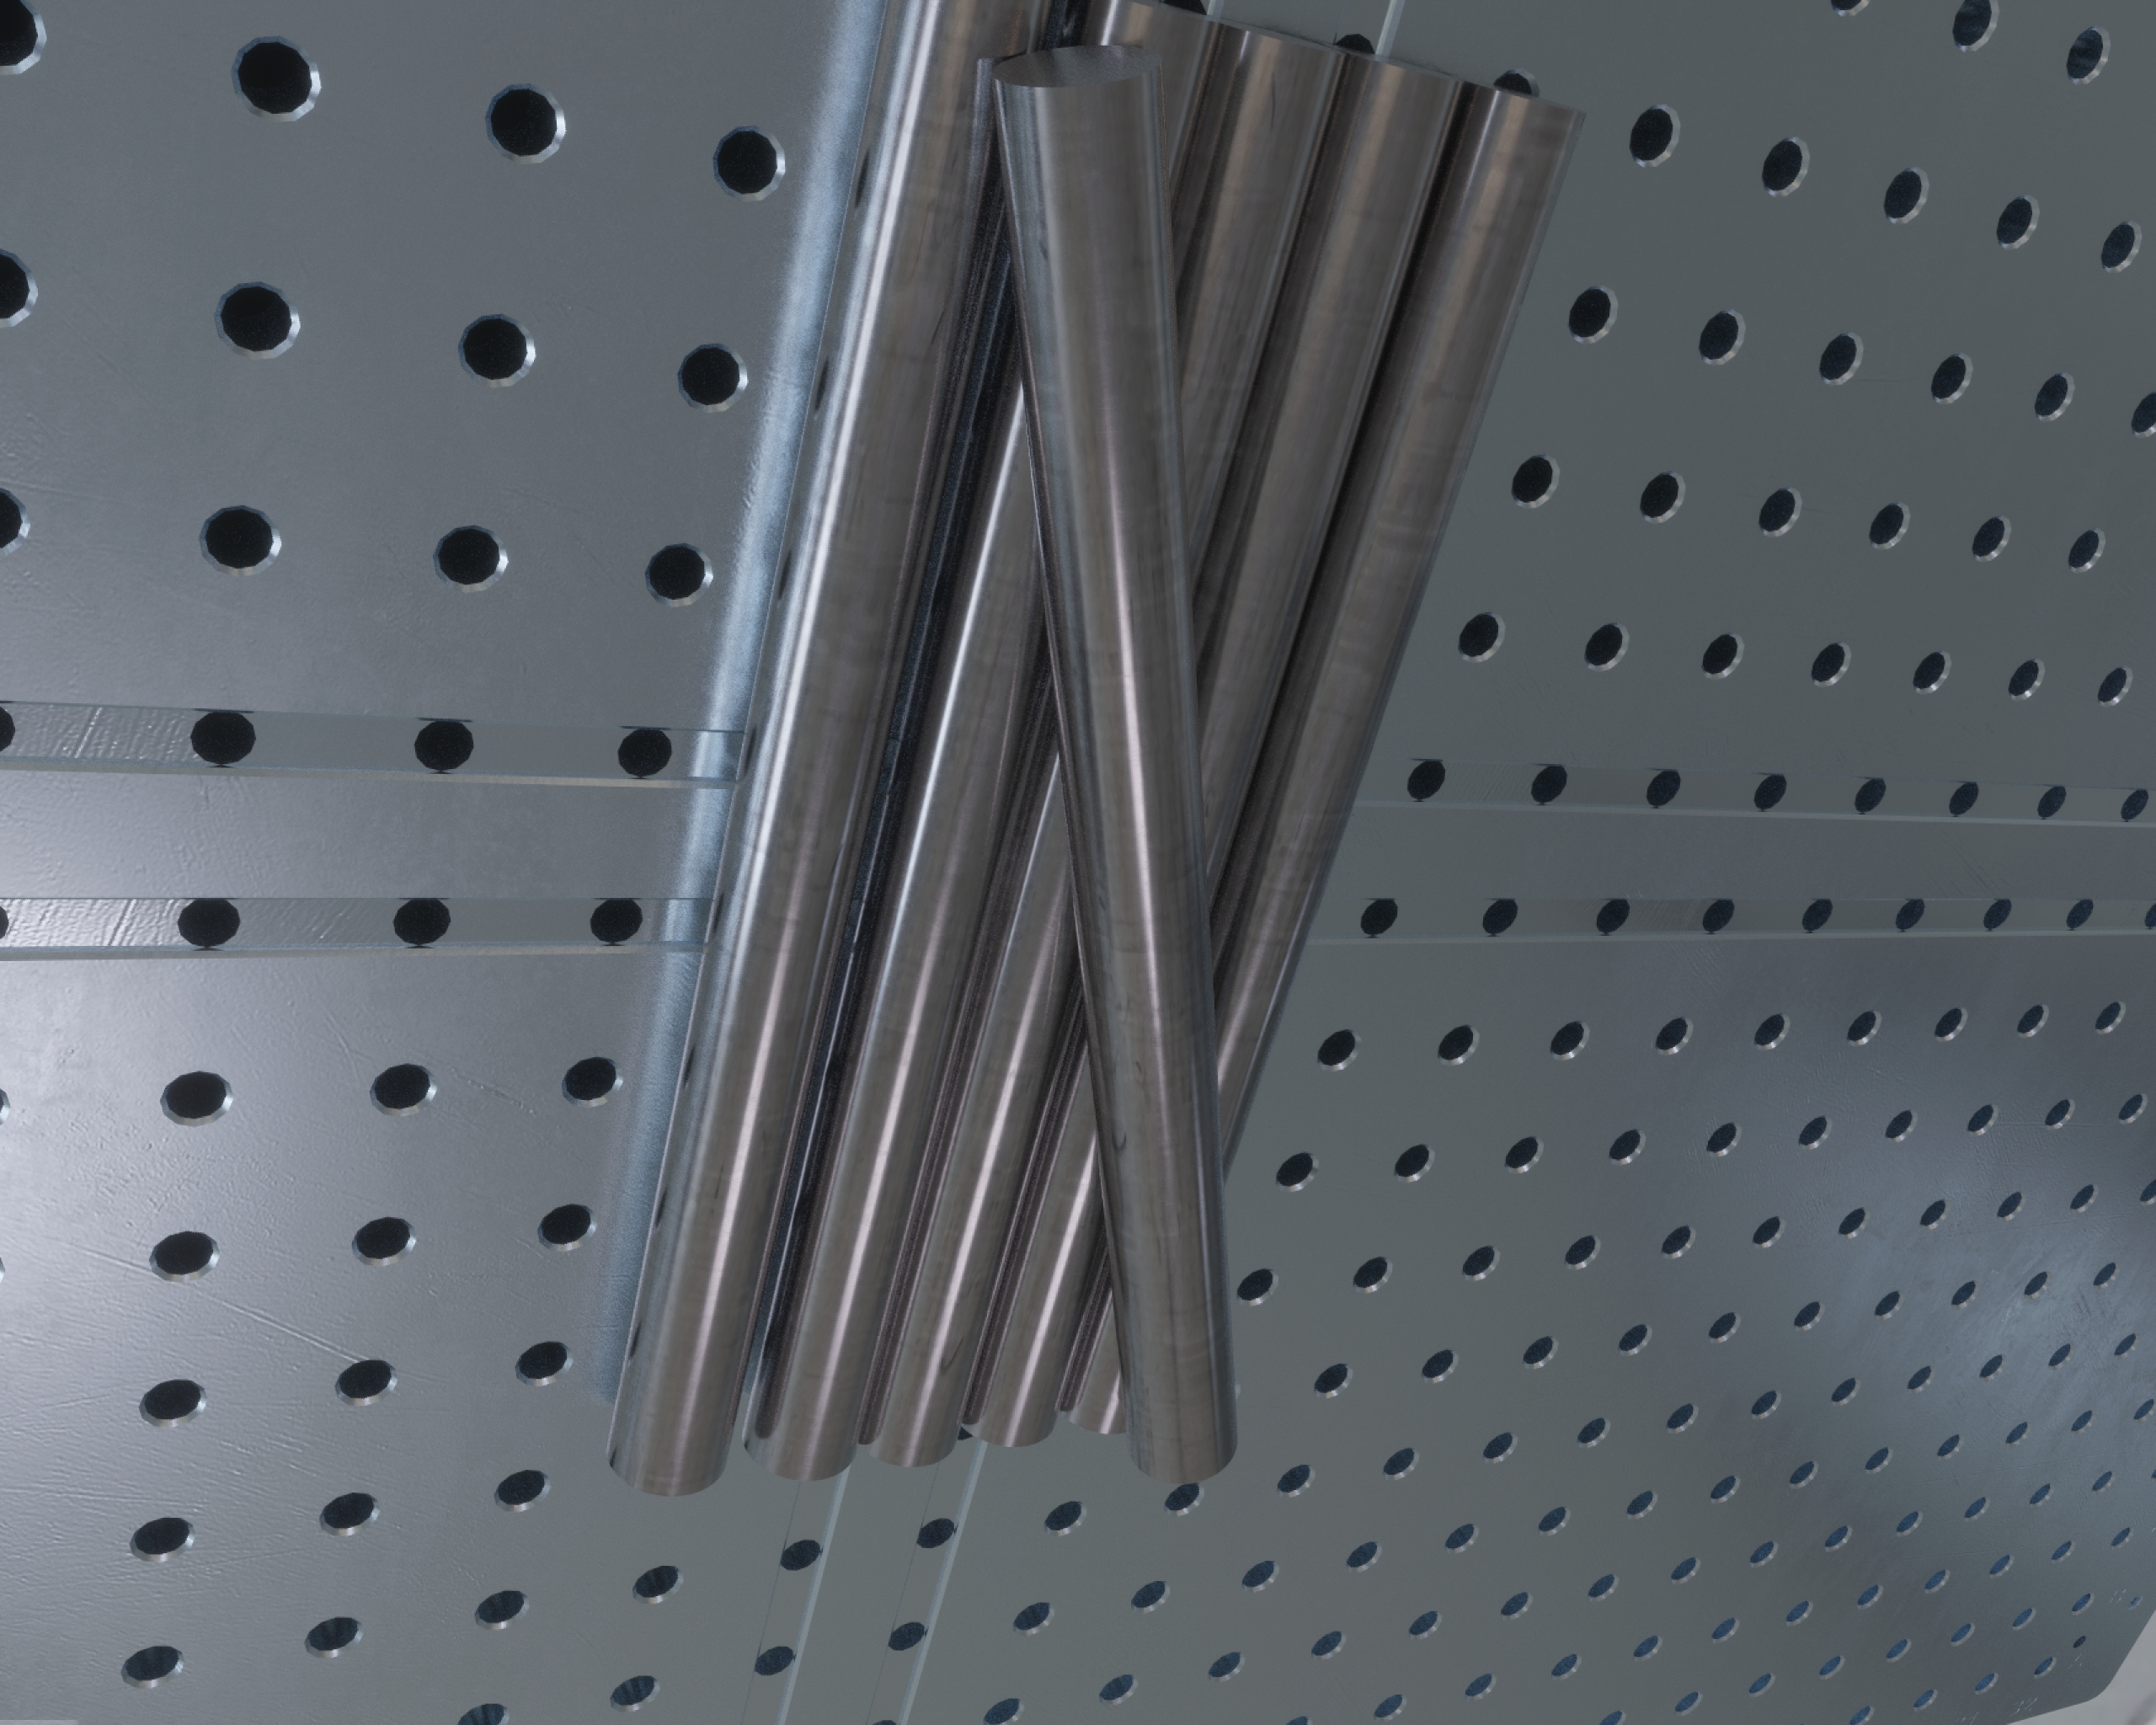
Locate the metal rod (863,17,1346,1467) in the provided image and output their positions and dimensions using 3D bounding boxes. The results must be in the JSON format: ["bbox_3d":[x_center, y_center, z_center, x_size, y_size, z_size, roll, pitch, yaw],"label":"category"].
[{"bbox_3d":[-0.004,-0.005,0.404,0.025,0.025,0.298,1,118,-29],"label":"metal rod"}]

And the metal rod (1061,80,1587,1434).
[{"bbox_3d":[0.041,-0.005,0.430,0.025,0.025,0.298,1,118,-29],"label":"metal rod"}]

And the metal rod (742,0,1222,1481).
[{"bbox_3d":[-0.025,-0.005,0.392,0.025,0.025,0.298,1,118,-29],"label":"metal rod"}]

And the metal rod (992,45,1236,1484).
[{"bbox_3d":[0.012,0.007,0.388,0.025,0.025,0.298,-18,126,-18],"label":"metal rod"}]

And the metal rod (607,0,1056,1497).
[{"bbox_3d":[-0.051,-0.007,0.378,0.025,0.025,0.298,1,118,-29],"label":"metal rod"}]

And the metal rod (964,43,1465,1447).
[{"bbox_3d":[0.018,-0.006,0.418,0.025,0.025,0.298,1,118,-29],"label":"metal rod"}]
